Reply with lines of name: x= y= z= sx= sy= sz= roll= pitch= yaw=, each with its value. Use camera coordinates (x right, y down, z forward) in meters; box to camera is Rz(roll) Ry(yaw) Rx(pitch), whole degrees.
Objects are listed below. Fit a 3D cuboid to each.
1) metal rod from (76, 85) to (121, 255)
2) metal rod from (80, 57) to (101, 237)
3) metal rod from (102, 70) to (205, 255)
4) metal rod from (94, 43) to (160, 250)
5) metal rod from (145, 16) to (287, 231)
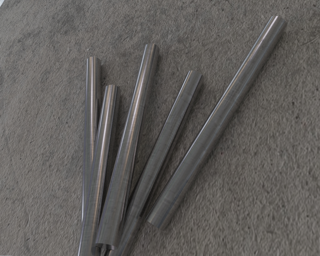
metal rod: x=-0.075 y=0.061 z=0.387 sx=0.025 sy=0.025 sz=0.300 roll=-15 pitch=50 yaw=20
metal rod: x=-0.098 y=0.009 z=0.449 sx=0.025 sy=0.025 sz=0.299 roll=-19 pitch=54 yaw=17
metal rod: x=-0.011 y=0.058 z=0.374 sx=0.025 sy=0.025 sz=0.300 roll=12 pitch=68 yaw=33
metal rod: x=-0.034 y=0.000 z=0.404 sx=0.025 sy=0.025 sz=0.300 roll=-7 pitch=53 yaw=24
metal rod: x=0.074 y=-0.016 z=0.374 sx=0.025 sy=0.025 sz=0.300 roll=24 pitch=74 yaw=36
